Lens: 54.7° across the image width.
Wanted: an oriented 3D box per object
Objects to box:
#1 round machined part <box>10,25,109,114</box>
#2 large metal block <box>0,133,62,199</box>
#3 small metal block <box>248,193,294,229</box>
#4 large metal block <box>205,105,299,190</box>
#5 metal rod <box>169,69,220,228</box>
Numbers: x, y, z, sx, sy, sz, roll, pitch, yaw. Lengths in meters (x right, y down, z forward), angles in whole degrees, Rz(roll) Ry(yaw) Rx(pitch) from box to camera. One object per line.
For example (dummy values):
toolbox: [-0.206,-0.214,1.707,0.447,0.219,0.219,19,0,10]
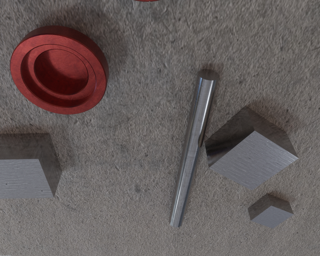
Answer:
round machined part: [-0.105,-0.065,0.339,0.099,0.042,0.097,0,130,0]
large metal block: [-0.192,0.054,0.435,0.081,0.050,0.079,-1,130,1]
small metal block: [0.189,0.143,0.531,0.050,0.025,0.050,23,126,-19]
large metal block: [0.120,0.029,0.417,0.080,0.050,0.080,29,124,-23]
metal rod: [0.042,0.052,0.451,0.025,0.025,0.298,4,130,-4]
